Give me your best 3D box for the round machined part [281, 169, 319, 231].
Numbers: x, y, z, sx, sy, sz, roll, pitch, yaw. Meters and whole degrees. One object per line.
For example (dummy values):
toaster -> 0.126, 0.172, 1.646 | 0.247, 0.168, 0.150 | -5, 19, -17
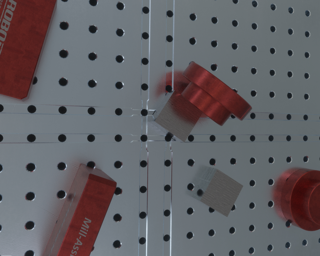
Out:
round machined part -> 0.248, 0.116, 0.495 | 0.099, 0.042, 0.097 | 0, 90, -20

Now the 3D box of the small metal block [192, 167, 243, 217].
small metal block -> 0.083, 0.091, 0.443 | 0.050, 0.025, 0.050 | 34, 79, -17

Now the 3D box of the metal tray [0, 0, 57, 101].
metal tray -> -0.177, -0.104, 0.344 | 0.091, 0.030, 0.129 | 16, 85, -19

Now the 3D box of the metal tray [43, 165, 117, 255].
metal tray -> -0.094, 0.110, 0.343 | 0.030, 0.090, 0.130 | 24, 82, -19

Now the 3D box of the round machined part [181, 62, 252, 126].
round machined part -> 0.067, -0.039, 0.402 | 0.098, 0.098, 0.042 | 35, 99, -17

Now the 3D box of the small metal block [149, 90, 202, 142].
small metal block -> 0.022, -0.015, 0.420 | 0.050, 0.025, 0.050 | 36, 79, -17
